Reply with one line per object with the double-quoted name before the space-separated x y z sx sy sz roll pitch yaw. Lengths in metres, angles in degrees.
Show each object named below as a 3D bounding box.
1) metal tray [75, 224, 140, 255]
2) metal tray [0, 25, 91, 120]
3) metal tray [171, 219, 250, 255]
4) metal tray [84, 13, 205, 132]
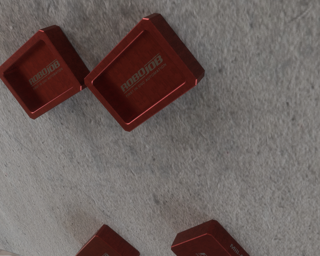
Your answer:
"metal tray" -0.108 0.254 0.616 0.090 0.030 0.129 40 129 0
"metal tray" -0.166 -0.074 0.442 0.130 0.030 0.090 -22 107 36
"metal tray" 0.092 0.210 0.484 0.130 0.030 0.090 47 129 -6
"metal tray" -0.023 -0.061 0.376 0.130 0.030 0.090 -33 100 38
